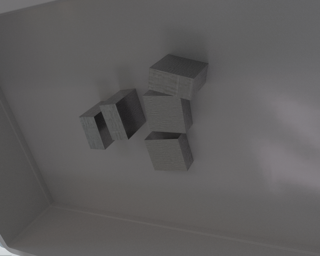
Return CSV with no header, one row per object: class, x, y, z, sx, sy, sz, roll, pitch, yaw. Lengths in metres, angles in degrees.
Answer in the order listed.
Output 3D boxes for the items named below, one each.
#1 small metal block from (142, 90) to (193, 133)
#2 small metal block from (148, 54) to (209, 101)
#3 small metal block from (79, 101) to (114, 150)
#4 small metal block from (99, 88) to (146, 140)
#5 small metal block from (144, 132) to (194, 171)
small metal block,0.010,-0.022,0.389,0.050,0.025,0.050,3,120,26
small metal block,0.021,-0.058,0.346,0.050,0.050,0.025,17,125,18
small metal block,-0.080,-0.005,0.432,0.025,0.050,0.050,1,119,28
small metal block,-0.047,-0.018,0.406,0.025,0.050,0.050,-3,117,30
small metal block,0.013,0.031,0.421,0.050,0.025,0.050,-3,117,30
